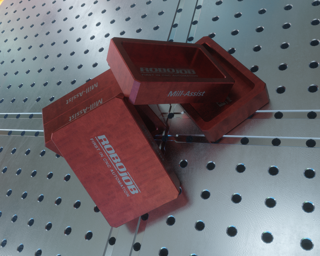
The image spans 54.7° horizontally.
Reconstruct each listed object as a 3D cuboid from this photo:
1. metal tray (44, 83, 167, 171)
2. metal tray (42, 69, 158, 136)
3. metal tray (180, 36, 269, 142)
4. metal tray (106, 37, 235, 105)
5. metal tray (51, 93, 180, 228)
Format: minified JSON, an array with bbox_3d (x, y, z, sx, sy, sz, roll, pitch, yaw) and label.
[{"bbox_3d":[-0.069,0.000,0.399,0.130,0.090,0.030,-29,52,10],"label":"metal tray"},{"bbox_3d":[-0.078,-0.022,0.418,0.130,0.090,0.030,-29,52,10],"label":"metal tray"},{"bbox_3d":[0.064,-0.055,0.403,0.090,0.030,0.130,-37,51,3],"label":"metal tray"},{"bbox_3d":[0.012,-0.069,0.370,0.131,0.030,0.090,-4,45,-29],"label":"metal tray"},{"bbox_3d":[-0.047,0.038,0.349,0.090,0.130,0.030,-29,11,10],"label":"metal tray"}]
